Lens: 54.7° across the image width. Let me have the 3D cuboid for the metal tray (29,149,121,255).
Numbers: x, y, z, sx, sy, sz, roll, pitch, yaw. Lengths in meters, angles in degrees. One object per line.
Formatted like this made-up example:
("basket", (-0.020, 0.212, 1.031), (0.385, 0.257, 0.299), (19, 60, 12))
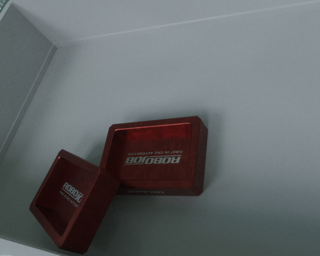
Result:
("metal tray", (-0.108, 0.082, 0.377), (0.130, 0.030, 0.090), (11, 72, 53))

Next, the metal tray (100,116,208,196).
("metal tray", (-0.010, 0.036, 0.385), (0.130, 0.030, 0.090), (-5, 59, 25))
